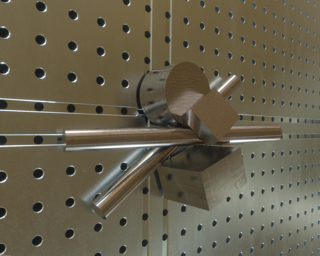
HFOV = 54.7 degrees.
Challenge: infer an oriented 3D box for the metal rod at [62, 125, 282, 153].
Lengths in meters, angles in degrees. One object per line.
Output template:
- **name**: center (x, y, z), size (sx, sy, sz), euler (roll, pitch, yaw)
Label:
- **metal rod**: center (0.036, 0.010, 0.389), size (0.303, 0.025, 0.025), euler (-1, 91, -27)

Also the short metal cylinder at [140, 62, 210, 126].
- **short metal cylinder**: center (0.021, -0.043, 0.406), size (0.081, 0.050, 0.080), euler (1, 89, -40)

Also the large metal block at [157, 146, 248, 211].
- **large metal block**: center (0.056, 0.062, 0.415), size (0.081, 0.080, 0.050), euler (-23, 105, -38)

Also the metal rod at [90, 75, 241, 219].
- **metal rod**: center (0.026, 0.009, 0.428), size (0.302, 0.025, 0.025), euler (-42, 116, -32)

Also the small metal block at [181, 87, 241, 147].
- **small metal block**: center (0.063, -0.014, 0.382), size (0.050, 0.025, 0.050), euler (49, 59, -3)

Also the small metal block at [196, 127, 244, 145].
- **small metal block**: center (0.090, 0.012, 0.464), size (0.050, 0.050, 0.025), euler (0, 90, -39)
